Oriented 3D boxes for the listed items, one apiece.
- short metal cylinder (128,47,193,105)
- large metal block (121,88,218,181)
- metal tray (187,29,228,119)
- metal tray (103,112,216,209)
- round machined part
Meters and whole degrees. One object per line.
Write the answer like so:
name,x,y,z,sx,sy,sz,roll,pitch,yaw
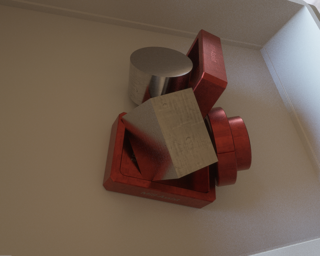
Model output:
short metal cylinder,-0.001,-0.067,0.410,0.081,0.050,0.080,6,39,-4
large metal block,0.007,0.010,0.338,0.050,0.080,0.080,-18,87,-29
metal tray,0.047,-0.062,0.407,0.030,0.089,0.130,22,38,-12
metal tray,0.003,0.040,0.378,0.131,0.030,0.090,16,55,-19
round machined part,0.083,0.021,0.386,0.042,0.098,0.098,-9,63,1
